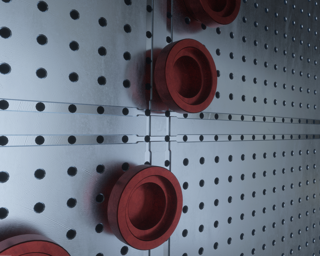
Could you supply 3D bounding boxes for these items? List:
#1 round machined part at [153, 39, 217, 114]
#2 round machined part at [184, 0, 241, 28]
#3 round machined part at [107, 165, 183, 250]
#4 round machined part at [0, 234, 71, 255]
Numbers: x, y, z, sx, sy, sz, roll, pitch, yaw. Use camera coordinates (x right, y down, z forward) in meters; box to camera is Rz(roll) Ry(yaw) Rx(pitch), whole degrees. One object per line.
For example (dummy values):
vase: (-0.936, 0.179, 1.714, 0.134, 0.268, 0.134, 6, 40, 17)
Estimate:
round machined part: (0.030, -0.068, 0.422, 0.099, 0.042, 0.097, 0, 90, -40)
round machined part: (0.073, -0.197, 0.457, 0.099, 0.042, 0.097, 0, 90, -40)
round machined part: (-0.022, 0.093, 0.379, 0.099, 0.042, 0.097, 0, 90, -40)
round machined part: (-0.132, 0.148, 0.287, 0.099, 0.042, 0.097, 0, 90, -40)
